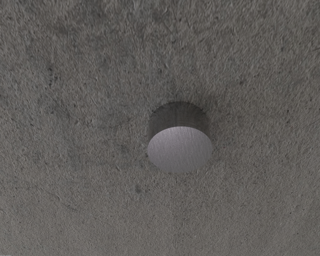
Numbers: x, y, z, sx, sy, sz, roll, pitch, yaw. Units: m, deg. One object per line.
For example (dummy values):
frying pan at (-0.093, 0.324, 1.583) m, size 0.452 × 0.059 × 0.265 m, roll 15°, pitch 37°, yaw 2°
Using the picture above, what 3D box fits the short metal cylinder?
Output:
short metal cylinder at (0.025, 0.012, 0.401) m, size 0.080 × 0.050 × 0.080 m, roll 0°, pitch 130°, yaw 0°
